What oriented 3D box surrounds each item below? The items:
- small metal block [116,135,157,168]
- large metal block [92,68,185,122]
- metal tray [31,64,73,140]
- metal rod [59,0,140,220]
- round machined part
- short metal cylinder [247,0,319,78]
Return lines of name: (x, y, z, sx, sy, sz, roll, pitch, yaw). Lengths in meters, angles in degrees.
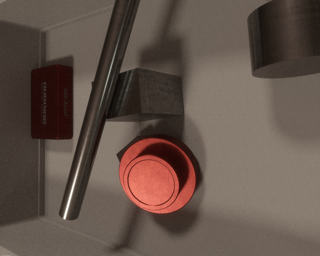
small metal block: (-0.027, 0.045, 0.427, 0.050, 0.025, 0.050, -40, 66, 32)
large metal block: (-0.027, -0.037, 0.391, 0.080, 0.081, 0.050, -8, 85, 39)
metal tray: (-0.198, -0.045, 0.563, 0.090, 0.030, 0.129, 0, 90, 39)
metal rod: (-0.071, -0.026, 0.358, 0.025, 0.025, 0.298, 29, 108, 36)
round machined part: (-0.005, 0.059, 0.374, 0.098, 0.042, 0.097, 3, 103, 16)
short metal cylinder: (0.120, -0.077, 0.271, 0.080, 0.081, 0.050, -6, 86, 39)
